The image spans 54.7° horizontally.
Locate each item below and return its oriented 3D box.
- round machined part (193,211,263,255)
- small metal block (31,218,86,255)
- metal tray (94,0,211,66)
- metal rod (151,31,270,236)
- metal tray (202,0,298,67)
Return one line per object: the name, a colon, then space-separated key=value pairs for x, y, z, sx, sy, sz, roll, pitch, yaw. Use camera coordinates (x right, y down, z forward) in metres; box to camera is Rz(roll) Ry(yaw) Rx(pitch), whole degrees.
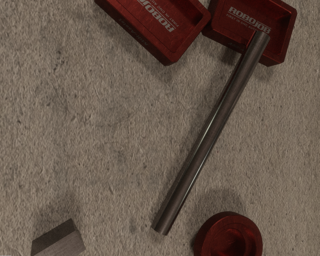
round machined part: x=0.091 y=0.166 z=0.435 sx=0.099 sy=0.042 sz=0.097 roll=0 pitch=90 yaw=-21
small metal block: x=-0.116 y=0.134 z=0.353 sx=0.050 sy=0.050 sz=0.025 roll=-29 pitch=100 yaw=-18
metal tray: x=-0.007 y=-0.157 z=0.404 sx=0.130 sy=0.030 sz=0.090 roll=40 pitch=77 yaw=-16
metal rod: x=0.070 y=0.004 z=0.419 sx=0.025 sy=0.025 sz=0.299 roll=29 pitch=87 yaw=-18
metal tray: x=0.134 y=-0.157 z=0.457 sx=0.131 sy=0.030 sz=0.090 roll=20 pitch=83 yaw=-19
